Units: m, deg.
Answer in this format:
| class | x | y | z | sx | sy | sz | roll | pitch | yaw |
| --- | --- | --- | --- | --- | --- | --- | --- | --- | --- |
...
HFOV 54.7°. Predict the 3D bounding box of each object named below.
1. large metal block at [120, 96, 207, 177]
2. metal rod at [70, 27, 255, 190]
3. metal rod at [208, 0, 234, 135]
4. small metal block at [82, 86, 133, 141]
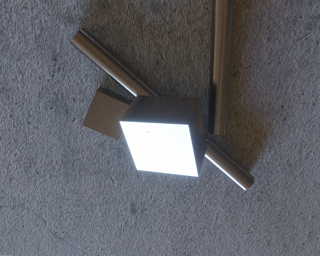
| class | x | y | z | sx | sy | sz | roll | pitch | yaw |
| --- | --- | --- | --- | --- | --- | --- | --- | --- | --- |
| large metal block | 0.008 | 0.009 | 0.374 | 0.080 | 0.050 | 0.080 | 3 | 131 | 22 |
| metal rod | 0.013 | -0.016 | 0.404 | 0.300 | 0.025 | 0.025 | 40 | 105 | -14 |
| metal rod | 0.073 | -0.135 | 0.361 | 0.025 | 0.025 | 0.298 | -1 | 110 | 0 |
| small metal block | -0.066 | -0.019 | 0.402 | 0.050 | 0.025 | 0.050 | 24 | 108 | -9 |
